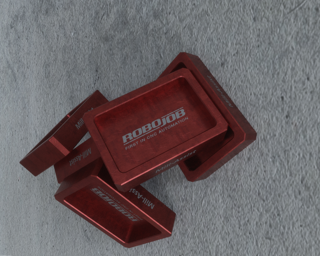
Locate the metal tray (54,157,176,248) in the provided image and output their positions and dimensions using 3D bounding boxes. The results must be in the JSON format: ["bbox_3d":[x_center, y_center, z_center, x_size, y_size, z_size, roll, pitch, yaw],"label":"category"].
[{"bbox_3d":[-0.055,0.100,0.393,0.090,0.130,0.030,-31,26,36],"label":"metal tray"}]

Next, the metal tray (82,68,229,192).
[{"bbox_3d":[-0.005,-0.001,0.336,0.131,0.030,0.090,-27,67,-11],"label":"metal tray"}]

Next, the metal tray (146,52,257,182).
[{"bbox_3d":[0.040,-0.014,0.369,0.090,0.030,0.130,-46,63,30],"label":"metal tray"}]

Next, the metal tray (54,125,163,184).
[{"bbox_3d":[-0.070,0.036,0.420,0.130,0.091,0.030,-31,71,35],"label":"metal tray"}]

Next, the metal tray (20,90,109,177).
[{"bbox_3d":[-0.135,0.004,0.453,0.090,0.130,0.030,-30,110,35],"label":"metal tray"}]
